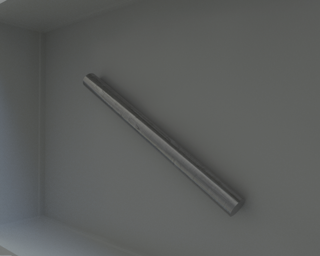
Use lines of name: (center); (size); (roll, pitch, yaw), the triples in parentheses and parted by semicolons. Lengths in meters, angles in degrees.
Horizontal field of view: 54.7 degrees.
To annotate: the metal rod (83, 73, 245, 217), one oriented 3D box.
metal rod: (-0.014, 0.005, 0.413); (0.300, 0.025, 0.025); (40, 114, 32)
